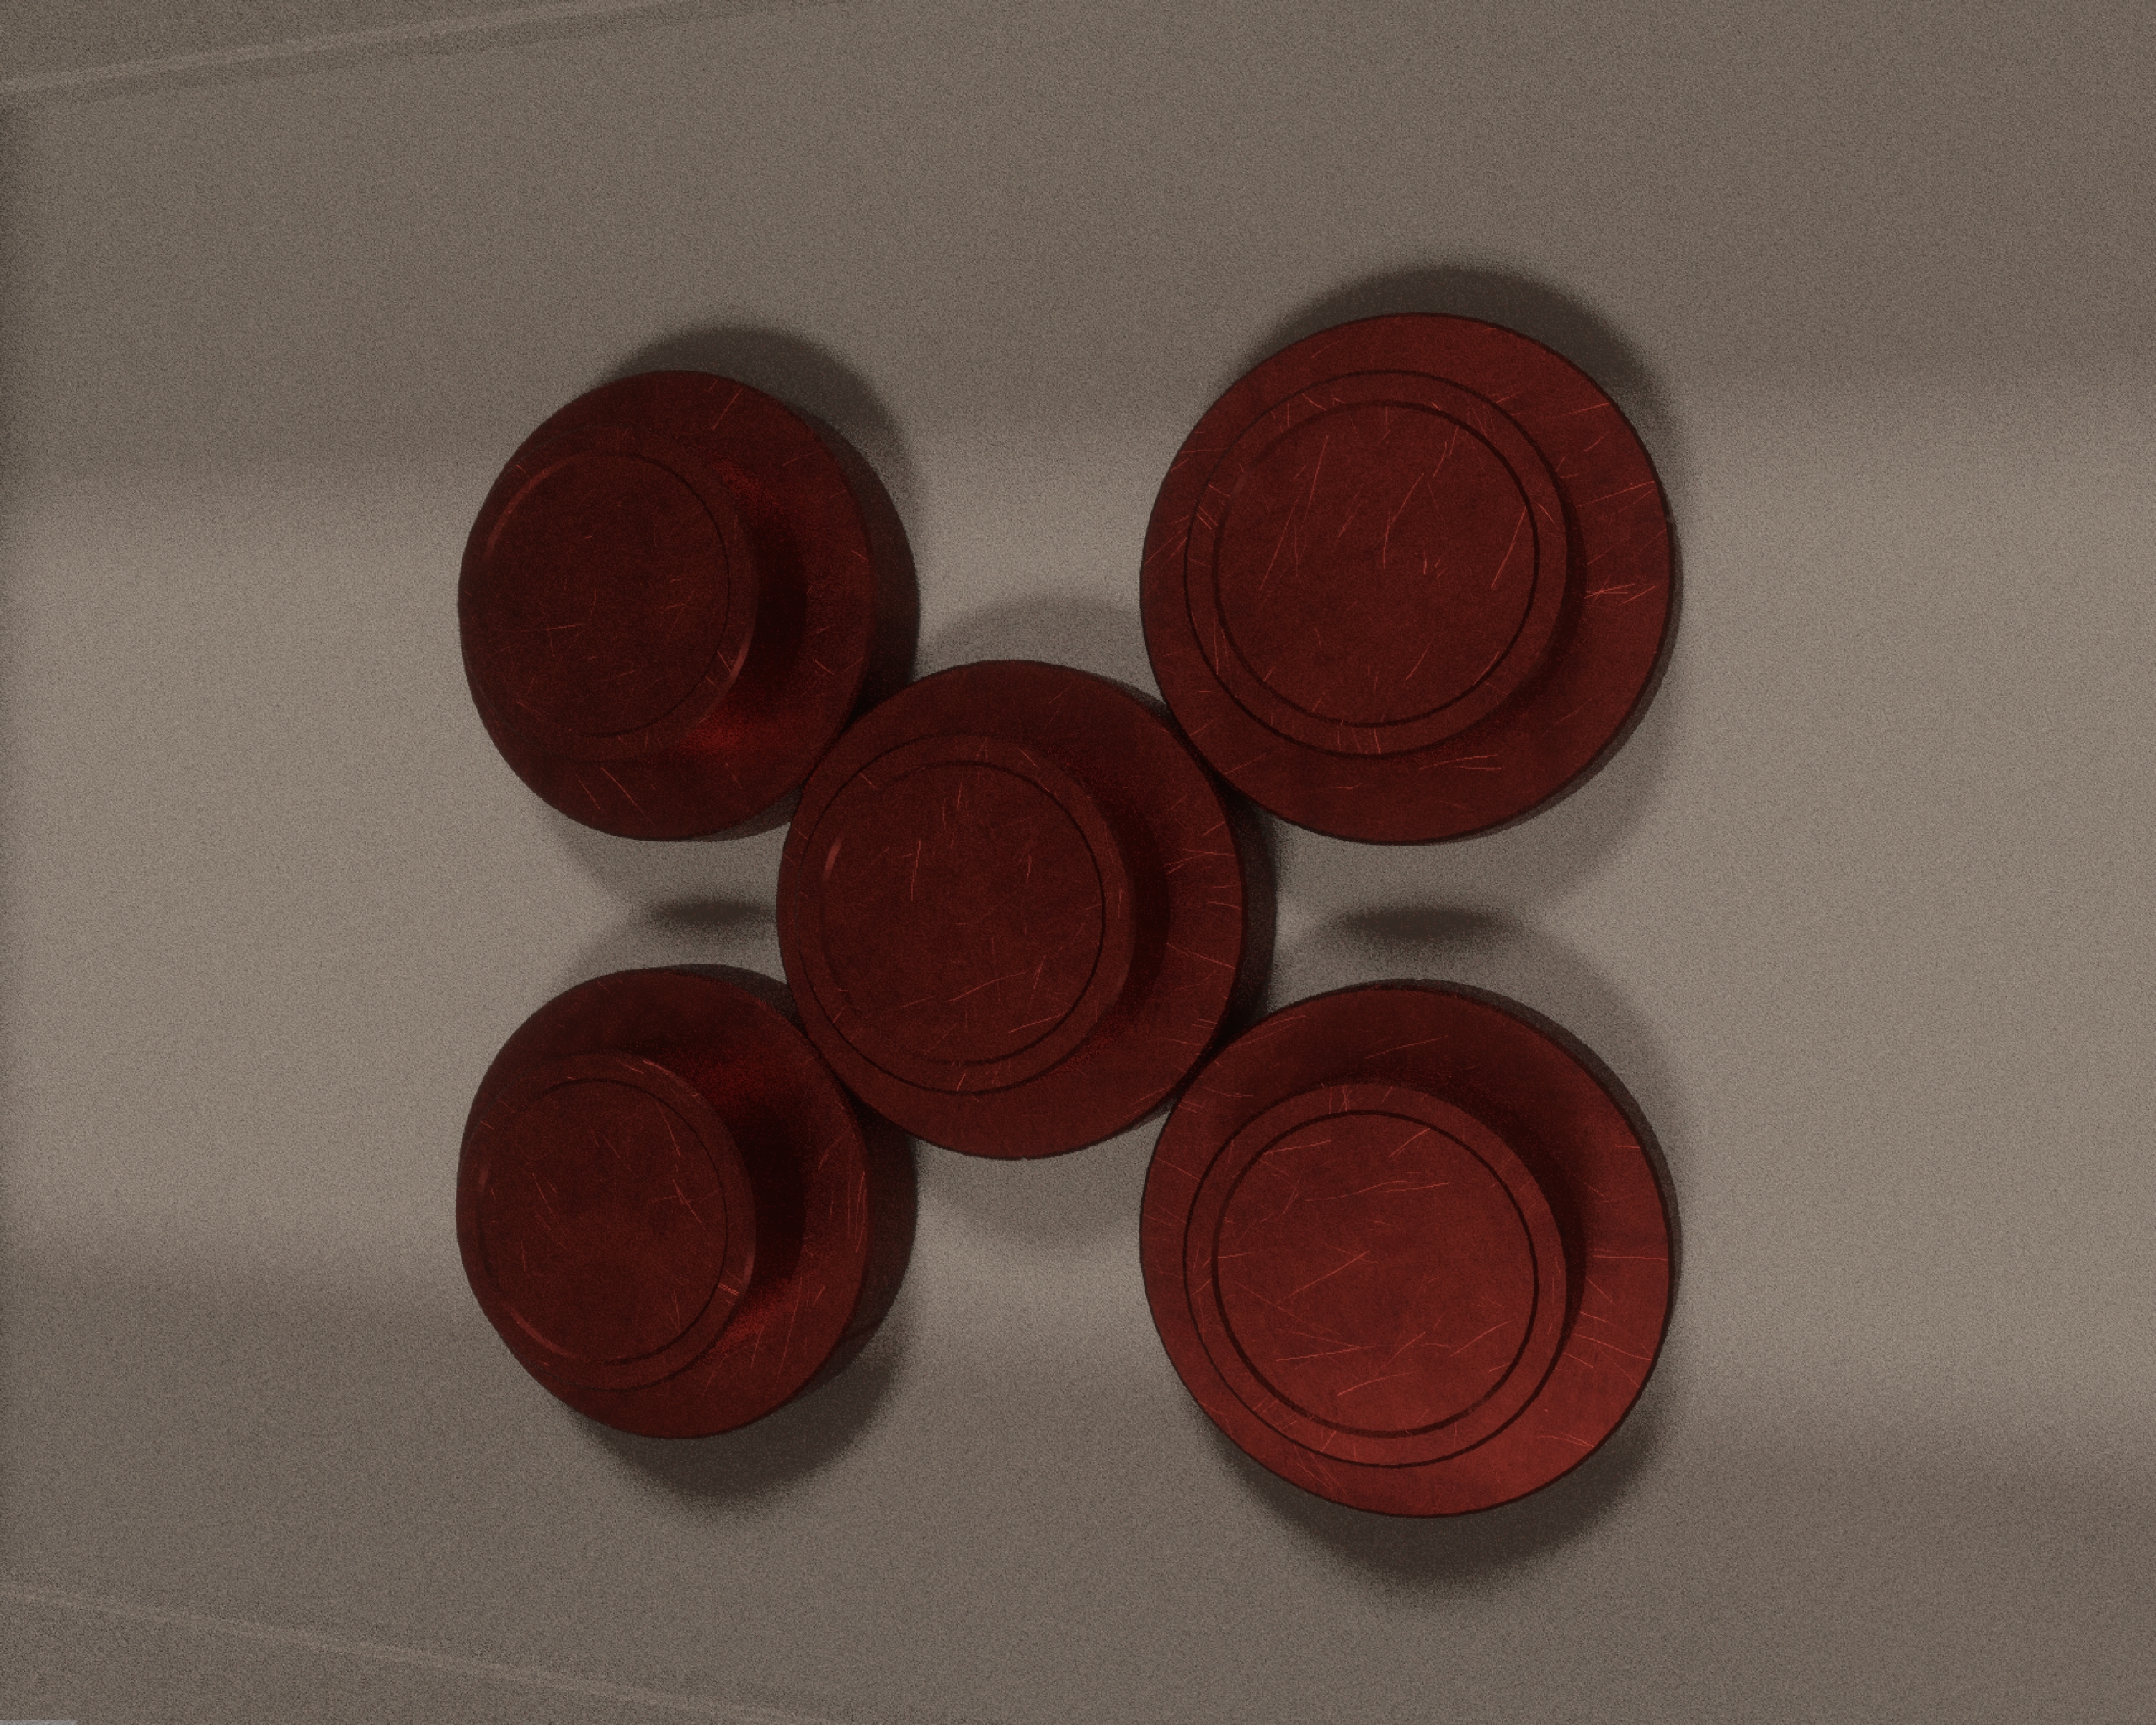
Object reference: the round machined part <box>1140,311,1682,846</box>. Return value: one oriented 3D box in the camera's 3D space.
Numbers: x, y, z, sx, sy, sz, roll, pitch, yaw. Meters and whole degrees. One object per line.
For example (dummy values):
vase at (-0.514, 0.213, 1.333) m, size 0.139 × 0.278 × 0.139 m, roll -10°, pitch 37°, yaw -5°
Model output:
round machined part at (0.058, -0.052, 0.379) m, size 0.098 × 0.042 × 0.097 m, roll 0°, pitch 90°, yaw 19°

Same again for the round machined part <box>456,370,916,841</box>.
round machined part at (-0.087, -0.053, 0.429) m, size 0.098 × 0.042 × 0.097 m, roll 0°, pitch 90°, yaw 19°

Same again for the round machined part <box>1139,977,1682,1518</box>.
round machined part at (0.058, 0.071, 0.379) m, size 0.098 × 0.042 × 0.097 m, roll 0°, pitch 90°, yaw 19°

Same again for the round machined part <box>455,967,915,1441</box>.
round machined part at (-0.087, 0.071, 0.429) m, size 0.098 × 0.042 × 0.097 m, roll 0°, pitch 90°, yaw 19°

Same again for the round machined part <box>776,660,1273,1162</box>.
round machined part at (-0.015, 0.009, 0.404) m, size 0.098 × 0.042 × 0.097 m, roll 0°, pitch 90°, yaw 19°
